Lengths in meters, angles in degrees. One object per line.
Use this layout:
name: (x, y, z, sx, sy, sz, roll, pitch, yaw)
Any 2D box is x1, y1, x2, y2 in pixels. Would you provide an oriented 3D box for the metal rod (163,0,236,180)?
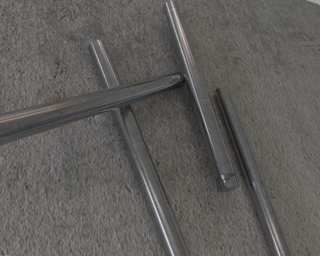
metal rod: (0.049, -0.071, 0.449, 0.025, 0.025, 0.299, 1, 61, -28)

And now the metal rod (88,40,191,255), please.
metal rod: (-0.031, 0.017, 0.376, 0.025, 0.025, 0.299, -10, 67, -33)

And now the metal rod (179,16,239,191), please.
metal rod: (0.061, -0.052, 0.467, 0.025, 0.025, 0.299, 1, 61, -28)

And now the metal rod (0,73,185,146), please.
metal rod: (-0.059, -0.031, 0.344, 0.025, 0.025, 0.302, 53, 38, 9)

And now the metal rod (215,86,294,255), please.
metal rod: (0.132, 0.071, 0.430, 0.025, 0.025, 0.299, 0, 62, -28)
